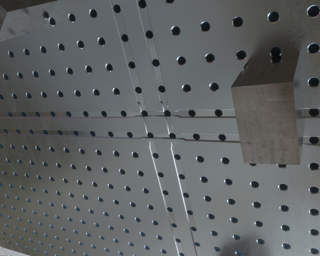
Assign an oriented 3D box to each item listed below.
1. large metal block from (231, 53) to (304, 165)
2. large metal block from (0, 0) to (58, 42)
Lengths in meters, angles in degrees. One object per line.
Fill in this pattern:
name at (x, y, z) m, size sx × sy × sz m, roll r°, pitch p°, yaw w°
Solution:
large metal block at (0.110, -0.020, 0.305) m, size 0.050 × 0.080 × 0.080 m, roll -2°, pitch 118°, yaw 29°
large metal block at (-0.190, -0.160, 0.378) m, size 0.080 × 0.080 × 0.050 m, roll 46°, pitch 129°, yaw -4°
